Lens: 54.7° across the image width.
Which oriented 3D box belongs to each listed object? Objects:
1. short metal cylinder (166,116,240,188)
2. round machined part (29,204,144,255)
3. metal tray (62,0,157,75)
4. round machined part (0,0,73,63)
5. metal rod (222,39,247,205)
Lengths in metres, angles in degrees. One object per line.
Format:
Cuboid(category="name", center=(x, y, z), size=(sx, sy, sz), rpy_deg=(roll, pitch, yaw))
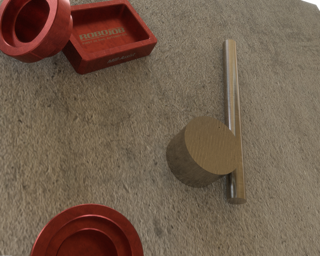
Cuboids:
Cuboid(category="short metal cylinder", center=(0.055, 0.031, 0.400), size=(0.081, 0.050, 0.080), rpy_deg=(14, 56, -21))
Cuboid(category="round machined part", center=(-0.068, 0.123, 0.282), size=(0.099, 0.042, 0.098), rpy_deg=(14, 56, -21))
Cuboid(category="metal tray", center=(-0.079, -0.134, 0.440), size=(0.131, 0.030, 0.090), rpy_deg=(-27, 77, -37))
Cuboid(category="round machined part", center=(-0.144, -0.123, 0.368), size=(0.042, 0.098, 0.098), rpy_deg=(24, 41, -63))
Cuboid(category="metal rod", center=(0.113, -0.029, 0.484), size=(0.025, 0.025, 0.300), rpy_deg=(19, 54, -18))
